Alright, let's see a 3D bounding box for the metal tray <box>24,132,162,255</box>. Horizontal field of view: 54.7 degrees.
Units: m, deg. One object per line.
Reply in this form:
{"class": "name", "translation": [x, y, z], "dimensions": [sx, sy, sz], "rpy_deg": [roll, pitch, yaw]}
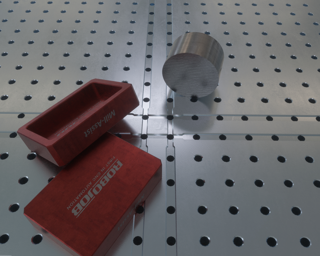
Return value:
{"class": "metal tray", "translation": [-0.068, 0.070, 0.345], "dimensions": [0.090, 0.030, 0.131], "rpy_deg": [26, 55, 20]}

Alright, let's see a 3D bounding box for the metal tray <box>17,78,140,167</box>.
{"class": "metal tray", "translation": [-0.101, -0.014, 0.393], "dimensions": [0.090, 0.030, 0.131], "rpy_deg": [15, 47, 43]}

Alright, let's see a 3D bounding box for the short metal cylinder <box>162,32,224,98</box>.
{"class": "short metal cylinder", "translation": [0.049, -0.090, 0.448], "dimensions": [0.080, 0.080, 0.050], "rpy_deg": [12, 51, 10]}
